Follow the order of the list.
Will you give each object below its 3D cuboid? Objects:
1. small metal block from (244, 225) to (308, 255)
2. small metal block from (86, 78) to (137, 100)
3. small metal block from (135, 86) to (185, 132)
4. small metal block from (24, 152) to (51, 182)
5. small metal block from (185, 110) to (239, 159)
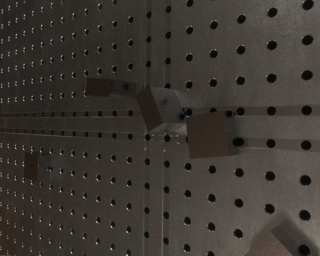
[{"bbox_3d":[0.118,0.136,0.311,0.050,0.025,0.050,48,118,29],"label":"small metal block"},{"bbox_3d":[-0.071,-0.057,0.449,0.050,0.050,0.025,9,96,39],"label":"small metal block"},{"bbox_3d":[0.003,-0.023,0.389,0.025,0.050,0.050,-32,71,35],"label":"small metal block"},{"bbox_3d":[-0.240,0.074,0.603,0.050,0.025,0.050,6,94,39],"label":"small metal block"},{"bbox_3d":[0.060,0.009,0.359,0.050,0.025,0.050,-9,84,39],"label":"small metal block"}]
